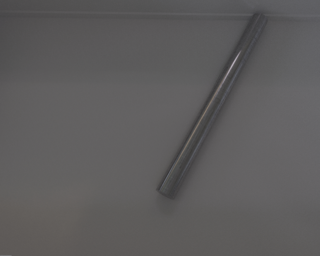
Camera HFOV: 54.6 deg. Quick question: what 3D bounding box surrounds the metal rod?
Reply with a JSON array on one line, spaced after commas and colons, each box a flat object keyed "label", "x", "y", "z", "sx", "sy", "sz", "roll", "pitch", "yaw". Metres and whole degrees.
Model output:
[{"label": "metal rod", "x": 0.078, "y": -0.041, "z": 0.425, "sx": 0.025, "sy": 0.025, "sz": 0.300, "roll": 28, "pitch": 72, "yaw": 9}]
